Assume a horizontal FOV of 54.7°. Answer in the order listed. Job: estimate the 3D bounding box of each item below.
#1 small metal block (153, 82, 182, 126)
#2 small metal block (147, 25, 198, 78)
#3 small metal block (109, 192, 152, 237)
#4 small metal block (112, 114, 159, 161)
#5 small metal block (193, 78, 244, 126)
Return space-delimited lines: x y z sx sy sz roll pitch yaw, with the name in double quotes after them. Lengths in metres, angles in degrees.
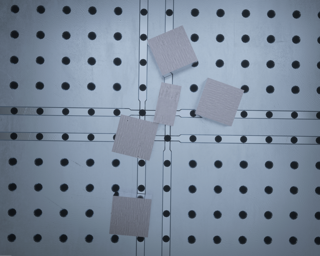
0.009 -0.029 0.401 0.025 0.050 0.050 12 90 -1 "small metal block"
0.016 -0.101 0.414 0.050 0.025 0.050 -23 90 -1 "small metal block"
-0.038 0.115 0.413 0.050 0.025 0.050 6 90 -1 "small metal block"
-0.032 0.012 0.413 0.050 0.025 0.050 14 90 -1 "small metal block"
0.078 -0.034 0.414 0.050 0.025 0.050 19 90 -1 "small metal block"
